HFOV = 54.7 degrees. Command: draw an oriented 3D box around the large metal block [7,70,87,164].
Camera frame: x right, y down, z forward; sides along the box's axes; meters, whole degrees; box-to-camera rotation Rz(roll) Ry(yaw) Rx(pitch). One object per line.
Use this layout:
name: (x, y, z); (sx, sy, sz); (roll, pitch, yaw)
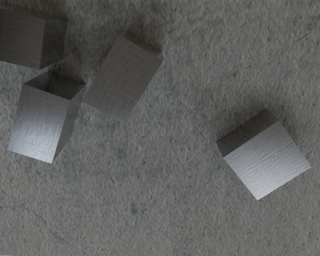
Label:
large metal block: (-0.132, -0.016, 0.373); (0.050, 0.080, 0.079); (20, 109, -7)

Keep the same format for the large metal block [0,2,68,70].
large metal block: (-0.156, -0.104, 0.340); (0.081, 0.080, 0.050); (13, 110, -5)

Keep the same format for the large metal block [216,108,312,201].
large metal block: (0.135, 0.034, 0.411); (0.080, 0.050, 0.080); (-36, 107, 12)

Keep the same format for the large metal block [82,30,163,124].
large metal block: (-0.040, -0.062, 0.357); (0.050, 0.080, 0.080); (30, 107, -11)
